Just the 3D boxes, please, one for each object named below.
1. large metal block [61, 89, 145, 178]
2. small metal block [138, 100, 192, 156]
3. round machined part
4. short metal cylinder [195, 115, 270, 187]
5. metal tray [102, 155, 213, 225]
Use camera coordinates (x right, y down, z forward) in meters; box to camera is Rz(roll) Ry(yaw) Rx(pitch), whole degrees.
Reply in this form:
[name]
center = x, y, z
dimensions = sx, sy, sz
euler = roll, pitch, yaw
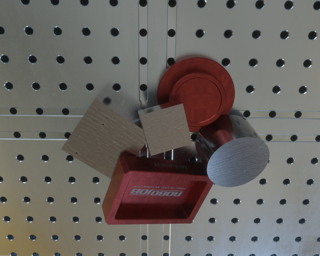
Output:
[large metal block]
center = -0.066, 0.009, 0.403
dimensions = 0.080, 0.050, 0.080
euler = 34, 106, -12
[small metal block]
center = 0.005, -0.001, 0.364
dimensions = 0.050, 0.025, 0.050
euler = -16, 107, -6
[round machined part]
center = 0.046, -0.040, 0.390
dimensions = 0.099, 0.042, 0.097
euler = 0, 110, 0
[short metal cylinder]
center = 0.092, 0.030, 0.400
dimensions = 0.081, 0.050, 0.079
euler = -6, 125, -9
[metal tray]
center = -0.001, 0.086, 0.412
dimensions = 0.131, 0.030, 0.089
euler = 8, 119, -27
